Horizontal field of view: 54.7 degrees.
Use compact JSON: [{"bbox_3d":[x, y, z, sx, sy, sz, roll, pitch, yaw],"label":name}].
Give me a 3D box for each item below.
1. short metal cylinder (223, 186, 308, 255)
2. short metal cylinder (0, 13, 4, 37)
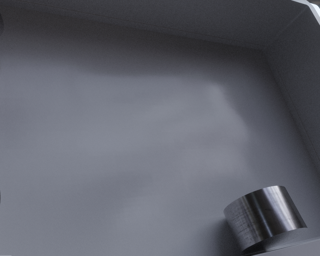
[{"bbox_3d":[0.122,0.109,0.364,0.081,0.080,0.050,1,52,-28],"label":"short metal cylinder"},{"bbox_3d":[-0.214,-0.106,0.320,0.080,0.080,0.050,21,54,-16],"label":"short metal cylinder"}]
